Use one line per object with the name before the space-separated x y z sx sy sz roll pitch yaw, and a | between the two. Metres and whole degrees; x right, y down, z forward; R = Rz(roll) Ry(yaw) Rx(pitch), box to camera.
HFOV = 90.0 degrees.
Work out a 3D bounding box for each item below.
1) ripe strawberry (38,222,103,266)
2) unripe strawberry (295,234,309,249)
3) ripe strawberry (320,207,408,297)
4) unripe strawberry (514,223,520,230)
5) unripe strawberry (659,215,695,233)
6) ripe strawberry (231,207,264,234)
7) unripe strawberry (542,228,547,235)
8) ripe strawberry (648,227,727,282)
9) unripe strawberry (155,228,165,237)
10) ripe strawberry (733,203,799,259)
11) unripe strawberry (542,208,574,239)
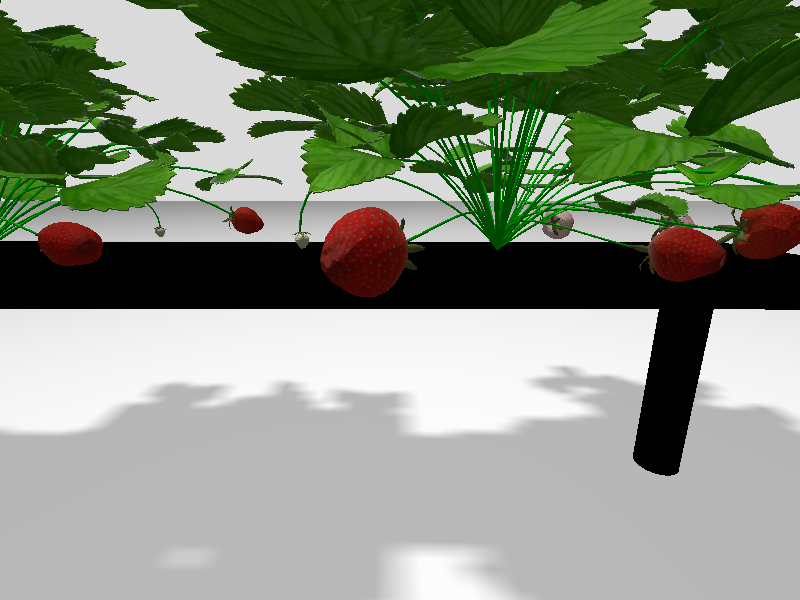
ripe strawberry | -0.217 -0.037 0.267 0.034 0.029 0.034 9 18 28
unripe strawberry | -0.072 -0.043 0.294 0.010 0.011 0.011 -5 16 -19
ripe strawberry | -0.020 -0.022 0.193 0.042 0.044 0.046 10 19 32
unripe strawberry | 0.138 -0.088 0.478 0.010 0.011 0.011 6 16 21
unripe strawberry | 0.291 -0.078 0.420 0.029 0.028 0.031 -5 16 -20
ripe strawberry | -0.176 -0.091 0.464 0.035 0.030 0.035 14 5 -35
unripe strawberry | 0.178 -0.085 0.484 0.011 0.011 0.010 10 18 32
ripe strawberry | 0.157 -0.025 0.219 0.035 0.030 0.035 -8 18 -27
unripe strawberry | -0.261 -0.073 0.436 0.010 0.010 0.011 -13 20 -39
ripe strawberry | 0.271 -0.050 0.292 0.041 0.043 0.038 5 16 16
unripe strawberry | 0.173 -0.083 0.436 0.032 0.034 0.035 14 20 42
